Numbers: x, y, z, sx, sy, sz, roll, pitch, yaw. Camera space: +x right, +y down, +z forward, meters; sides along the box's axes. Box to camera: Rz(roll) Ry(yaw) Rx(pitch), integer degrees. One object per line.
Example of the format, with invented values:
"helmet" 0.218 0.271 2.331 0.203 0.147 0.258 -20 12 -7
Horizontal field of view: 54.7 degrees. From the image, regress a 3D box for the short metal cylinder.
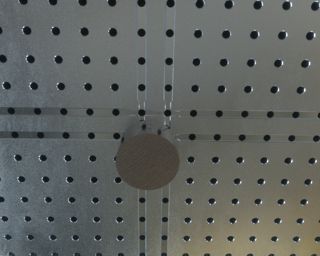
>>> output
"short metal cylinder" -0.016 0.035 0.413 0.081 0.050 0.079 0 110 -1
